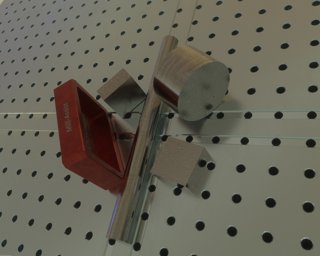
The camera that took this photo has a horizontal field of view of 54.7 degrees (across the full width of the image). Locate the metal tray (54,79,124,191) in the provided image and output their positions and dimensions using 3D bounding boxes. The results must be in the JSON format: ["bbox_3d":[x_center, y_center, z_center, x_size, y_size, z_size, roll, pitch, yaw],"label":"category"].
[{"bbox_3d":[-0.093,0.008,0.408,0.030,0.090,0.130,-29,52,10],"label":"metal tray"}]

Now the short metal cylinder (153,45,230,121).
[{"bbox_3d":[0.039,-0.055,0.385,0.080,0.080,0.050,-44,51,-3],"label":"short metal cylinder"}]

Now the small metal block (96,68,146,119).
[{"bbox_3d":[-0.054,-0.049,0.448,0.050,0.050,0.025,-41,51,0],"label":"small metal block"}]

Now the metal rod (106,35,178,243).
[{"bbox_3d":[-0.017,-0.003,0.417,0.025,0.025,0.300,0,61,28],"label":"metal rod"}]

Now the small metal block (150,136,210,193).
[{"bbox_3d":[0.024,0.043,0.369,0.050,0.025,0.050,16,70,34],"label":"small metal block"}]
